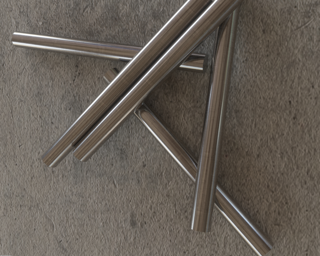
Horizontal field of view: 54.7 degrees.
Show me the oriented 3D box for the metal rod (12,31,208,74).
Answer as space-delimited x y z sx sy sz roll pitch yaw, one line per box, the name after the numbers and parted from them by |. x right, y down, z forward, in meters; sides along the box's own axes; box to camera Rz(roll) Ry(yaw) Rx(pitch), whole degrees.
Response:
-0.082 -0.110 0.436 0.301 0.025 0.025 12 94 19 | metal rod

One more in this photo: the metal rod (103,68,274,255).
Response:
0.028 0.034 0.398 0.025 0.025 0.300 -45 77 14 | metal rod

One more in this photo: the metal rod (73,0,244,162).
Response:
-0.005 -0.064 0.381 0.299 0.025 0.025 -44 77 15 | metal rod

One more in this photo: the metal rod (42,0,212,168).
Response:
-0.051 -0.055 0.398 0.299 0.025 0.025 -44 77 14 | metal rod

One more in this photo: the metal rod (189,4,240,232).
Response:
0.068 -0.030 0.368 0.025 0.025 0.298 7 86 19 | metal rod
